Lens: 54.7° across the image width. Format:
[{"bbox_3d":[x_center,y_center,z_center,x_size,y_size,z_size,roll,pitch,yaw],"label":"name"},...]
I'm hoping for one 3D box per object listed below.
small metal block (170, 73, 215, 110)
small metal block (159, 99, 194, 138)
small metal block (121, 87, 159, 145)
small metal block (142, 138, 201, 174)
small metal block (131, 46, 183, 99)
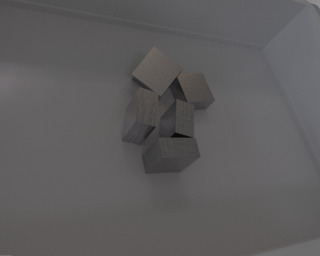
[{"bbox_3d":[0.047,-0.054,0.464,0.050,0.025,0.050,-7,65,-31],"label":"small metal block"},{"bbox_3d":[0.021,-0.001,0.401,0.025,0.050,0.050,17,55,-19],"label":"small metal block"},{"bbox_3d":[-0.025,-0.014,0.384,0.025,0.050,0.050,17,55,-19],"label":"small metal block"},{"bbox_3d":[0.012,0.034,0.375,0.050,0.050,0.025,2,61,-28],"label":"small metal block"},{"bbox_3d":[-0.004,-0.076,0.433,0.050,0.025,0.050,37,84,0],"label":"small metal block"}]
